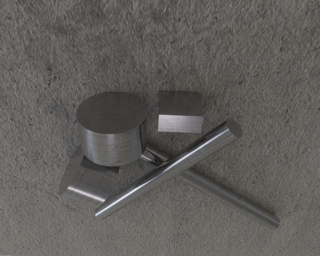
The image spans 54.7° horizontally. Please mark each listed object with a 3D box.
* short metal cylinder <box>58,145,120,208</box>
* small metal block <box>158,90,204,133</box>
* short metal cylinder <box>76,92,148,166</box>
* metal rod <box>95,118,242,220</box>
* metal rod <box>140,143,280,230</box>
[{"bbox_3d":[-0.096,0.063,0.424,0.050,0.080,0.080,28,125,-22],"label":"short metal cylinder"},{"bbox_3d":[0.023,-0.021,0.374,0.050,0.050,0.025,2,130,-2],"label":"small metal block"},{"bbox_3d":[-0.056,-0.001,0.370,0.081,0.080,0.050,2,130,-2],"label":"short metal cylinder"},{"bbox_3d":[-0.009,0.072,0.437,0.025,0.025,0.299,31,133,-24],"label":"metal rod"},{"bbox_3d":[0.086,0.098,0.491,0.301,0.025,0.025,31,123,-24],"label":"metal rod"}]
